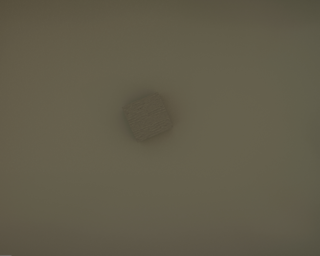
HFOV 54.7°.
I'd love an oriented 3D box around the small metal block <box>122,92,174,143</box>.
[{"bbox_3d":[-0.016,-0.014,0.408,0.050,0.025,0.050,-23,90,-1],"label":"small metal block"}]
